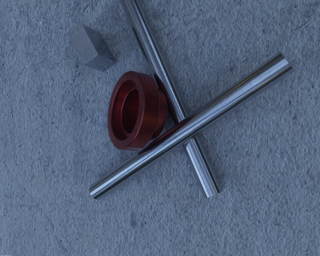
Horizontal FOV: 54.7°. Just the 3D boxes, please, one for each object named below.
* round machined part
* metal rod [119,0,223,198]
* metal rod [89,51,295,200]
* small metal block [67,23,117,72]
[{"bbox_3d":[-0.026,-0.020,0.391,0.098,0.042,0.098,-17,69,55],"label":"round machined part"},{"bbox_3d":[0.009,-0.054,0.405,0.025,0.025,0.299,-25,82,18],"label":"metal rod"},{"bbox_3d":[0.019,0.012,0.375,0.299,0.025,0.025,-36,79,26],"label":"metal rod"},{"bbox_3d":[-0.092,-0.109,0.427,0.025,0.050,0.050,-32,80,17],"label":"small metal block"}]
